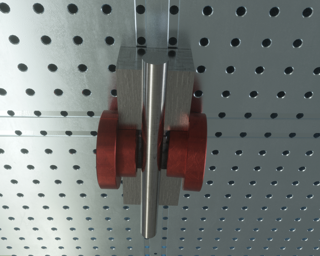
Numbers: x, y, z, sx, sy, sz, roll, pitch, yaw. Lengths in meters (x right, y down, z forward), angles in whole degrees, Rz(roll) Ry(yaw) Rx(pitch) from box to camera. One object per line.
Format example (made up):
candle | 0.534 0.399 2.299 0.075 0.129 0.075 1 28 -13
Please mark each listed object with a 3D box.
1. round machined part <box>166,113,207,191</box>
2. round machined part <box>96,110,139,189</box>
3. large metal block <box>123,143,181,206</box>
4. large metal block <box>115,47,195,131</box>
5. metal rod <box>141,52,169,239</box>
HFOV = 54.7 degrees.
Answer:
round machined part | 0.031 0.029 0.388 0.042 0.098 0.097 4 130 2
round machined part | -0.049 0.027 0.385 0.042 0.098 0.097 2 130 -1
large metal block | -0.012 0.068 0.452 0.081 0.050 0.079 2 130 -2
large metal block | -0.006 -0.044 0.357 0.081 0.050 0.079 2 130 -2
metal rod | -0.011 0.048 0.386 0.025 0.025 0.298 2 130 -2
